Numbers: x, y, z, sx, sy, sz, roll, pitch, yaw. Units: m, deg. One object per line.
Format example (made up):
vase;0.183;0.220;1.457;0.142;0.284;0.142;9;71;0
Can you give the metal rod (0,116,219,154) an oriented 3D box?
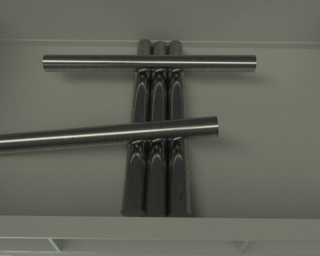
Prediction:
metal rod;-0.083;0.011;0.370;0.302;0.025;0.025;-5;50;5

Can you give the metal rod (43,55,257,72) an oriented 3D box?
metal rod;-0.015;-0.094;0.449;0.302;0.025;0.025;0;50;0

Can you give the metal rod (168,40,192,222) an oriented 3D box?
metal rod;0.023;-0.021;0.421;0.025;0.025;0.300;1;50;1

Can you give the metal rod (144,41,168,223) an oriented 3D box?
metal rod;-0.002;-0.020;0.421;0.025;0.025;0.300;1;50;1

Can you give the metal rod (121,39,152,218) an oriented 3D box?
metal rod;-0.027;-0.025;0.425;0.025;0.025;0.300;1;50;0
